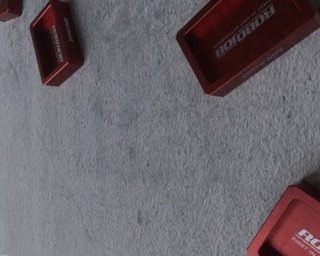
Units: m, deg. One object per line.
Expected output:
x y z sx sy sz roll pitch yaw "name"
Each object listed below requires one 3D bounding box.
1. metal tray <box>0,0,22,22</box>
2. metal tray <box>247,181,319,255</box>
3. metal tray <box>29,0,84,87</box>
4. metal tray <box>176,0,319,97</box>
-0.339 -0.309 0.681 0.090 0.030 0.129 3 92 40 "metal tray"
0.155 0.121 0.273 0.130 0.030 0.089 37 113 33 "metal tray"
-0.188 -0.151 0.557 0.090 0.030 0.129 -28 73 36 "metal tray"
0.086 -0.104 0.330 0.130 0.030 0.090 -37 67 33 "metal tray"
